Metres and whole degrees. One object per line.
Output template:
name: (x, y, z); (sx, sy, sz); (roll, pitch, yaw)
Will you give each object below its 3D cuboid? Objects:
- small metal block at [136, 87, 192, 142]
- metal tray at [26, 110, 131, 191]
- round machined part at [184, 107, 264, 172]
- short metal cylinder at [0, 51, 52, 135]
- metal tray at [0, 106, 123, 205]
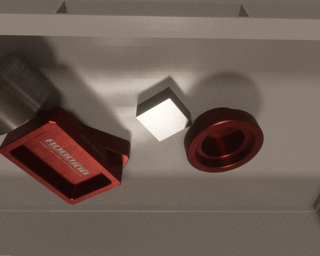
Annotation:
small metal block: (0.005, -0.017, 0.395); (0.050, 0.025, 0.050); (-29, 125, 22)
metal tray: (-0.118, 0.037, 0.436); (0.131, 0.030, 0.089); (21, 127, -18)
round machined part: (0.079, 0.012, 0.403); (0.099, 0.042, 0.097); (-6, 135, -6)
short metal cylinder: (-0.168, -0.038, 0.338); (0.080, 0.080, 0.050); (-24, 126, 19)
metal tray: (-0.121, 0.041, 0.398); (0.090, 0.030, 0.130); (-25, 126, 19)
